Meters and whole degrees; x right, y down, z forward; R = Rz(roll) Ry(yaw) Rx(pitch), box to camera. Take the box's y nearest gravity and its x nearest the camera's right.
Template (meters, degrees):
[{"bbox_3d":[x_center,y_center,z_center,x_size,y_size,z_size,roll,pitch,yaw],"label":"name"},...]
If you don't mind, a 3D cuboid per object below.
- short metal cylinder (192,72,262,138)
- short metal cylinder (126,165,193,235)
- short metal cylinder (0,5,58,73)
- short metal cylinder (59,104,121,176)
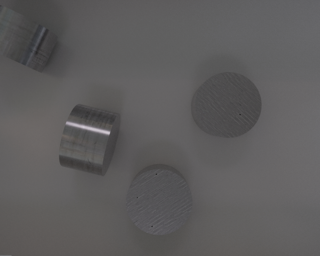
[{"bbox_3d":[0.083,-0.028,0.399,0.081,0.050,0.080,0,90,0],"label":"short metal cylinder"},{"bbox_3d":[-0.001,0.089,0.399,0.081,0.050,0.080,0,90,0],"label":"short metal cylinder"},{"bbox_3d":[-0.175,-0.109,0.382,0.080,0.080,0.050,25,90,0],"label":"short metal cylinder"},{"bbox_3d":[-0.084,0.015,0.383,0.050,0.080,0.080,14,90,0],"label":"short metal cylinder"}]
